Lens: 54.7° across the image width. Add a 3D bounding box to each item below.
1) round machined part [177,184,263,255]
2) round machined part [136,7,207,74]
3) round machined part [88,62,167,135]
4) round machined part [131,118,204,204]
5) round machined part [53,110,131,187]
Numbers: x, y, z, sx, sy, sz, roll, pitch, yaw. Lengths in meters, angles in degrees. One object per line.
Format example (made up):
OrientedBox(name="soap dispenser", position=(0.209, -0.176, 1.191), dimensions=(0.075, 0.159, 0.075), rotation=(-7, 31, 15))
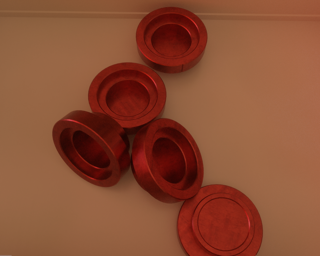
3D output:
OrientedBox(name="round machined part", position=(0.069, 0.112, 0.356), dimensions=(0.099, 0.042, 0.098), rotation=(0, 65, -1))
OrientedBox(name="round machined part", position=(0.016, -0.120, 0.445), dimensions=(0.099, 0.042, 0.098), rotation=(0, 70, 0))
OrientedBox(name="round machined part", position=(-0.042, -0.035, 0.410), dimensions=(0.099, 0.042, 0.098), rotation=(1, 65, -2))
OrientedBox(name="round machined part", position=(0.004, 0.041, 0.368), dimensions=(0.098, 0.042, 0.098), rotation=(25, 52, -37))
OrientedBox(name="round machined part", position=(-0.075, 0.020, 0.369), dimensions=(0.098, 0.097, 0.042), rotation=(32, 47, 11))
